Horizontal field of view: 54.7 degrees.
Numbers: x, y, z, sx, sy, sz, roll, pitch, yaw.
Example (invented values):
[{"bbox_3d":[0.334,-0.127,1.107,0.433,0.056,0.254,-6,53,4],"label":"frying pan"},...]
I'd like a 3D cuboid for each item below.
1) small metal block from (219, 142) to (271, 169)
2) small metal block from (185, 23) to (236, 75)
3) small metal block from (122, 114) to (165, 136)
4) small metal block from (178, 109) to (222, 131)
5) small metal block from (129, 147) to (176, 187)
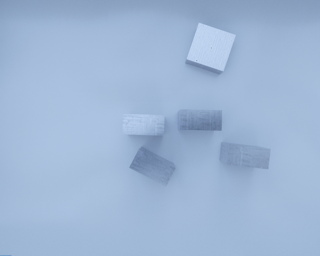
[{"bbox_3d":[0.108,0.035,0.400,0.050,0.050,0.025,7,90,0],"label":"small metal block"},{"bbox_3d":[0.066,-0.104,0.412,0.050,0.025,0.050,19,90,0],"label":"small metal block"},{"bbox_3d":[-0.020,-0.004,0.399,0.050,0.050,0.025,2,90,0],"label":"small metal block"},{"bbox_3d":[0.050,-0.010,0.399,0.050,0.050,0.025,1,90,0],"label":"small metal block"},{"bbox_3d":[-0.009,0.048,0.399,0.050,0.050,0.025,27,90,0],"label":"small metal block"}]
